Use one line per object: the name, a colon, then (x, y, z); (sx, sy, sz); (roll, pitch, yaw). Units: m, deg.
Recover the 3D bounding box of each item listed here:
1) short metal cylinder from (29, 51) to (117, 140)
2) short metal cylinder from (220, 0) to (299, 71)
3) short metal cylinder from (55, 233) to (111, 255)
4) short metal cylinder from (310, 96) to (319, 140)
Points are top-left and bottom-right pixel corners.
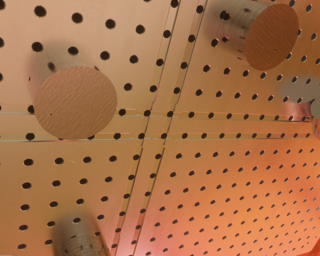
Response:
short metal cylinder: (-0.091, -0.034, 0.324); (0.081, 0.050, 0.079); (-14, 124, -21)
short metal cylinder: (0.124, -0.118, 0.389); (0.081, 0.050, 0.079); (-14, 124, -21)
short metal cylinder: (-0.112, 0.205, 0.461); (0.081, 0.050, 0.079); (-14, 124, -21)
short metal cylinder: (0.304, -0.017, 0.531); (0.080, 0.080, 0.050); (-32, 129, -7)
